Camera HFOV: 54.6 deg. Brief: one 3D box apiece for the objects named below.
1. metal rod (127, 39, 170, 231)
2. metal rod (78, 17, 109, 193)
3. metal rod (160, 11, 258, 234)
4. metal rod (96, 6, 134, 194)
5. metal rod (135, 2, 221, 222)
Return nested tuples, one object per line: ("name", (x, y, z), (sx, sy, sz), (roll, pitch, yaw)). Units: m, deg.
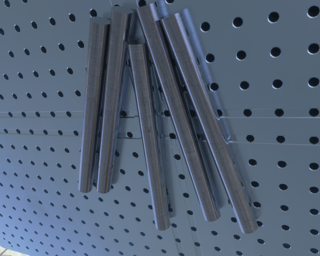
("metal rod", (-0.011, 0.029, 0.435), (0.025, 0.025, 0.298), (8, 122, 24))
("metal rod", (-0.101, -0.012, 0.457), (0.025, 0.025, 0.298), (24, 127, 13))
("metal rod", (0.068, 0.009, 0.381), (0.025, 0.025, 0.299), (-10, 113, 33))
("metal rod", (-0.069, -0.016, 0.439), (0.025, 0.025, 0.298), (23, 127, 14))
("metal rod", (0.030, -0.003, 0.394), (0.025, 0.025, 0.299), (-5, 116, 31))
